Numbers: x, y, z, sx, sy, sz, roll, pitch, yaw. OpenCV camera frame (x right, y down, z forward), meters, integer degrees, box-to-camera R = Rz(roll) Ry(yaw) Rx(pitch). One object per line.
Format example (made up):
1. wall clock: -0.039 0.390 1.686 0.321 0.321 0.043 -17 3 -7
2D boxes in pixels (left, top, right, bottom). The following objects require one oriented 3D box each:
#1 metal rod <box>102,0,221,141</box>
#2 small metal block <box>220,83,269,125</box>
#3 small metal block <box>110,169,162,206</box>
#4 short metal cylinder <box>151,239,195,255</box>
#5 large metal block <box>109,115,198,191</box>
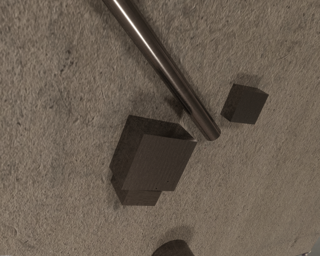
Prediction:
1. metal rod: 0.002 -0.077 0.361 0.025 0.025 0.300 -42 130 0
2. small metal block: 0.124 -0.035 0.456 0.050 0.025 0.050 5 116 -31
3. small metal block: -0.033 0.080 0.423 0.050 0.050 0.025 11 113 -33
4. short metal cylinder: 0.027 0.252 0.564 0.081 0.050 0.079 -14 125 -21
5. large metal block: -0.010 0.035 0.408 0.081 0.050 0.079 10 113 -33
